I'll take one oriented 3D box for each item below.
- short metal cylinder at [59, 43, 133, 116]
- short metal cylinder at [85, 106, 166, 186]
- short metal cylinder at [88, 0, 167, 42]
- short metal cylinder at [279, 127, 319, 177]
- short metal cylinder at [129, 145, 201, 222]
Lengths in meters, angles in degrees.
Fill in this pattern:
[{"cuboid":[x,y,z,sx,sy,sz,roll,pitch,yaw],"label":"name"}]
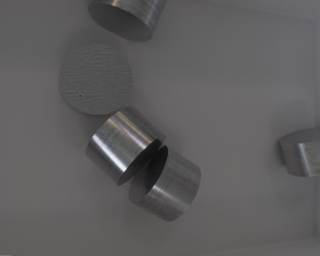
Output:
[{"cuboid":[-0.078,-0.055,0.368,0.081,0.050,0.080,0,90,-20],"label":"short metal cylinder"},{"cuboid":[-0.039,0.021,0.360,0.050,0.080,0.080,42,75,11],"label":"short metal cylinder"},{"cuboid":[-0.038,-0.145,0.367,0.080,0.080,0.050,23,83,-19],"label":"short metal cylinder"},{"cuboid":[0.227,0.034,0.465,0.081,0.080,0.050,-19,97,-19],"label":"short metal cylinder"},{"cuboid":[0.005,0.067,0.383,0.050,0.080,0.080,34,79,-17],"label":"short metal cylinder"}]
